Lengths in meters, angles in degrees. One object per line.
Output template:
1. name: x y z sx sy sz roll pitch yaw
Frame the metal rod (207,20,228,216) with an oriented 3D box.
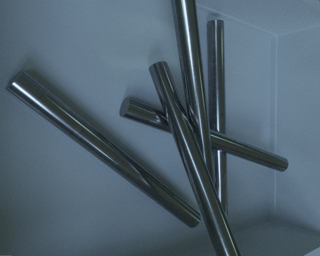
1. metal rod: 0.090 -0.014 0.481 0.025 0.025 0.298 -3 92 -40

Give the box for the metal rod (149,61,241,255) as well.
1. metal rod: 0.046 0.058 0.359 0.025 0.025 0.299 -7 71 -40

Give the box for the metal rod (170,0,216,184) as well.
1. metal rod: 0.040 -0.049 0.361 0.025 0.025 0.298 -36 129 -34

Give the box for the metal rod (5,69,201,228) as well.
1. metal rod: -0.044 0.043 0.369 0.300 0.025 0.025 44 64 -31

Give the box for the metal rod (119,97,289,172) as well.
1. metal rod: 0.081 0.018 0.446 0.302 0.025 0.025 19 78 -30
